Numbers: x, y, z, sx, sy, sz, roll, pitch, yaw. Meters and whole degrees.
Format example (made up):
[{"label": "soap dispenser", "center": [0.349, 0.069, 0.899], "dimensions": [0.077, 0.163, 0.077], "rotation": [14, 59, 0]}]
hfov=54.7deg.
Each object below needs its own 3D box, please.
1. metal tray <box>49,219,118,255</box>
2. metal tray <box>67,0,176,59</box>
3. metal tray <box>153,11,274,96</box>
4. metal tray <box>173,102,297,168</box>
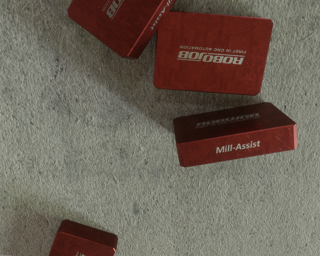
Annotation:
[{"label": "metal tray", "center": [-0.130, 0.214, 0.485], "dimensions": [0.090, 0.030, 0.129], "rotation": [21, 109, -8]}, {"label": "metal tray", "center": [-0.030, -0.152, 0.333], "dimensions": [0.090, 0.030, 0.129], "rotation": [39, 107, 10]}, {"label": "metal tray", "center": [0.060, -0.090, 0.374], "dimensions": [0.131, 0.030, 0.089], "rotation": [4, 110, -2]}, {"label": "metal tray", "center": [0.084, 0.005, 0.377], "dimensions": [0.131, 0.090, 0.030], "rotation": [-10, 110, 3]}]
